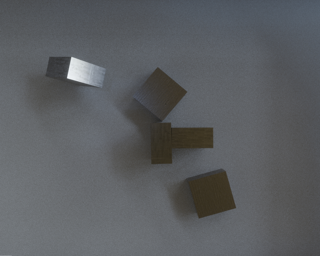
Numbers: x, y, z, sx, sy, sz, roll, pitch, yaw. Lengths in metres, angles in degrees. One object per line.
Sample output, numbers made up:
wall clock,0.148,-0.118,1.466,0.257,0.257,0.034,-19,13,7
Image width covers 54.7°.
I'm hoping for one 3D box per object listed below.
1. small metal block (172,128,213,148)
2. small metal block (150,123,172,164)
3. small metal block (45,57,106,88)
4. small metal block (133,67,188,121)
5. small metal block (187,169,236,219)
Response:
small metal block,0.039,0.012,0.399,0.050,0.050,0.025,0,90,-1
small metal block,0.001,0.018,0.399,0.025,0.050,0.050,-2,90,0
small metal block,-0.105,-0.069,0.387,0.050,0.050,0.025,12,90,41
small metal block,0.000,-0.044,0.411,0.050,0.025,0.050,40,90,-1
small metal block,0.068,0.086,0.412,0.050,0.025,0.050,-16,90,-1
